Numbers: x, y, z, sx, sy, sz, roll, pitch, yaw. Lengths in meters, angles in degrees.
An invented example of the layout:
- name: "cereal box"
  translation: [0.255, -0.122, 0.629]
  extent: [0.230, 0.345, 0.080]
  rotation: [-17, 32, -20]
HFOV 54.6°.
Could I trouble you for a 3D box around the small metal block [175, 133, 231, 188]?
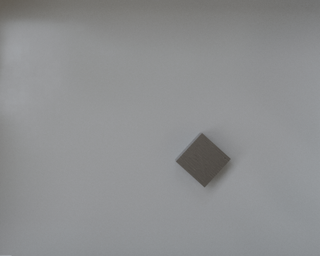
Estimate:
- name: "small metal block"
  translation: [0.056, 0.042, 0.412]
  extent: [0.050, 0.025, 0.050]
  rotation: [42, 90, 0]
